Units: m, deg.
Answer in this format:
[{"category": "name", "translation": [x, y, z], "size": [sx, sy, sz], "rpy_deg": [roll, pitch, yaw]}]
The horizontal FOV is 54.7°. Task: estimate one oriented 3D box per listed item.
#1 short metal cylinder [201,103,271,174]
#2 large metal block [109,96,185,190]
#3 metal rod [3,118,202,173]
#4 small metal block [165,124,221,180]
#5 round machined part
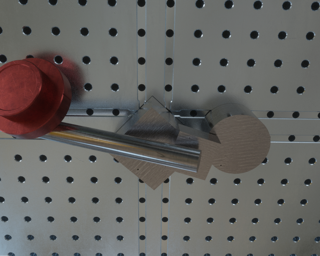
[{"category": "short metal cylinder", "translation": [0.096, 0.013, 0.406], "size": [0.081, 0.050, 0.079], "rpy_deg": [0, 110, -1]}, {"category": "large metal block", "translation": [-0.009, 0.019, 0.405], "size": [0.080, 0.050, 0.080], "rpy_deg": [42, 104, -14]}, {"category": "metal rod", "translation": [-0.102, 0.008, 0.369], "size": [0.301, 0.025, 0.025], "rpy_deg": [11, 111, 13]}, {"category": "small metal block", "translation": [0.038, 0.029, 0.369], "size": [0.050, 0.025, 0.050], "rpy_deg": [17, 109, -7]}, {"category": "round machined part", "translation": [-0.158, -0.039, 0.359], "size": [0.098, 0.042, 0.098], "rpy_deg": [-3, 71, 10]}]
